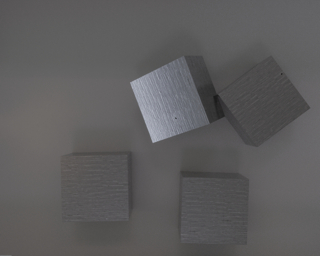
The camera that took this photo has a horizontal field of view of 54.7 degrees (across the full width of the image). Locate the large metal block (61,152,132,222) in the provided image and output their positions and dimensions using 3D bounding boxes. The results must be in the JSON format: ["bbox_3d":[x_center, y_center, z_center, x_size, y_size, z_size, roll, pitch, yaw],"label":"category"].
[{"bbox_3d":[-0.079,0.073,0.398,0.081,0.050,0.080,-1,90,0],"label":"large metal block"}]

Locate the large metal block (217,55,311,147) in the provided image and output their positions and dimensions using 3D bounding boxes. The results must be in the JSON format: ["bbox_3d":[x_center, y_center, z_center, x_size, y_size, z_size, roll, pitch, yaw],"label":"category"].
[{"bbox_3d":[0.126,-0.033,0.400,0.080,0.050,0.080,-37,90,0],"label":"large metal block"}]

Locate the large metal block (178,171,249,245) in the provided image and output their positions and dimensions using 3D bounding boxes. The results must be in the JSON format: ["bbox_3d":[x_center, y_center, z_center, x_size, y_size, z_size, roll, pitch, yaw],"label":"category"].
[{"bbox_3d":[0.066,0.100,0.399,0.081,0.050,0.080,2,90,0],"label":"large metal block"}]

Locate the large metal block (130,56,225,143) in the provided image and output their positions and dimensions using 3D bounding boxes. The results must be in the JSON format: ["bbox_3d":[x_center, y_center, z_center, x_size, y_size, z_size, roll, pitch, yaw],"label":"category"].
[{"bbox_3d":[0.022,-0.035,0.381,0.080,0.050,0.080,-20,90,33],"label":"large metal block"}]
